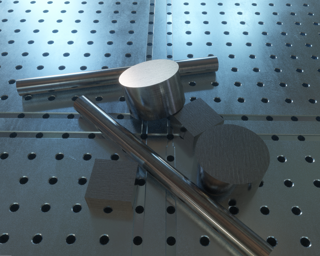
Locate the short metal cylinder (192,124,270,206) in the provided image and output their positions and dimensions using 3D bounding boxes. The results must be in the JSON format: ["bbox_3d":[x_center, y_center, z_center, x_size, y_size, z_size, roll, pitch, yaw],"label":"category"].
[{"bbox_3d":[0.079,0.042,0.357,0.081,0.050,0.080,0,50,0],"label":"short metal cylinder"}]

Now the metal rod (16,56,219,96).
[{"bbox_3d":[-0.059,-0.081,0.474,0.302,0.025,0.025,-8,51,-7],"label":"metal rod"}]

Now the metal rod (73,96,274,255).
[{"bbox_3d":[-0.004,0.046,0.368,0.300,0.025,0.025,37,59,27],"label":"metal rod"}]

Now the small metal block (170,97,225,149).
[{"bbox_3d":[0.049,-0.008,0.414,0.050,0.025,0.050,-28,56,-22],"label":"small metal block"}]

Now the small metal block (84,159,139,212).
[{"bbox_3d":[-0.053,0.065,0.353,0.050,0.025,0.050,5,50,4],"label":"small metal block"}]

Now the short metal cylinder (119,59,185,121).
[{"bbox_3d":[-0.010,-0.053,0.420,0.080,0.050,0.080,-10,34,7],"label":"short metal cylinder"}]
